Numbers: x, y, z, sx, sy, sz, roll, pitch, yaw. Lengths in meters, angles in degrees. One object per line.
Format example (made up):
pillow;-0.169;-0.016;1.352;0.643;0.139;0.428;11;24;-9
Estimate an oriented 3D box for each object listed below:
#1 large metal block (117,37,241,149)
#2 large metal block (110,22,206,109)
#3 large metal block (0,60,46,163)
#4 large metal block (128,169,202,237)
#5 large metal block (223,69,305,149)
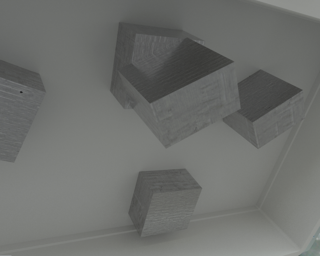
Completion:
large metal block;0.017;-0.038;0.296;0.080;0.080;0.050;-28;128;-11
large metal block;-0.005;-0.068;0.349;0.081;0.050;0.079;-3;120;-28
large metal block;-0.165;-0.022;0.289;0.080;0.050;0.080;19;108;-36
large metal block;0.006;0.110;0.466;0.081;0.050;0.079;1;118;-29
large metal block;0.139;-0.029;0.434;0.080;0.080;0.050;-32;129;-8
